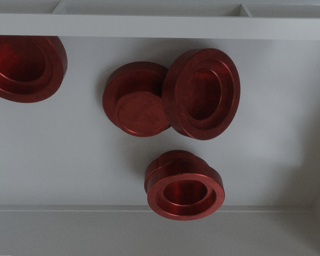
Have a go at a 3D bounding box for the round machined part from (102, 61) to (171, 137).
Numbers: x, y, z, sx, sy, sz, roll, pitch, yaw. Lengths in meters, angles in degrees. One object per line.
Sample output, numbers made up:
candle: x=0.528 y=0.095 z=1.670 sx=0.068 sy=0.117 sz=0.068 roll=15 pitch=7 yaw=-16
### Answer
round machined part: x=-0.020 y=-0.027 z=0.375 sx=0.099 sy=0.042 sz=0.097 roll=-1 pitch=130 yaw=0

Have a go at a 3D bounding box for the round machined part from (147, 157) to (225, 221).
round machined part: x=0.033 y=0.077 z=0.409 sx=0.099 sy=0.042 sz=0.097 roll=0 pitch=130 yaw=0

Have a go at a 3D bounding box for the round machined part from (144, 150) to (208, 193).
round machined part: x=0.027 y=0.070 z=0.458 sx=0.099 sy=0.042 sz=0.097 roll=0 pitch=130 yaw=0

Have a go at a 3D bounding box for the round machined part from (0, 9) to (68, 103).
round machined part: x=-0.148 y=-0.078 z=0.329 sx=0.099 sy=0.042 sz=0.097 roll=-1 pitch=130 yaw=0

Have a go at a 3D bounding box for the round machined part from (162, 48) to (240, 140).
round machined part: x=0.041 y=-0.038 z=0.344 sx=0.099 sy=0.042 sz=0.097 roll=-9 pitch=105 yaw=-36
